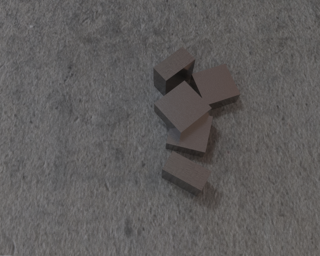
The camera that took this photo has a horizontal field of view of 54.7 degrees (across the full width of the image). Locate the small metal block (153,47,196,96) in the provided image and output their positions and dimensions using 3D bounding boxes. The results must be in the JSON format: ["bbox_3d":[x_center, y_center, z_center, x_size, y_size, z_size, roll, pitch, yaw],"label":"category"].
[{"bbox_3d":[0.019,-0.075,0.423,0.050,0.050,0.025,-38,75,-13],"label":"small metal block"}]

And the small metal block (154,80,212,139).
[{"bbox_3d":[0.028,-0.023,0.391,0.050,0.025,0.050,-38,74,-13],"label":"small metal block"}]

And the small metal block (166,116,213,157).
[{"bbox_3d":[0.038,0.006,0.406,0.050,0.025,0.050,13,70,4],"label":"small metal block"}]

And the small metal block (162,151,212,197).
[{"bbox_3d":[0.030,0.056,0.375,0.050,0.050,0.025,28,73,9],"label":"small metal block"}]

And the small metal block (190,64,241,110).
[{"bbox_3d":[0.075,-0.055,0.429,0.050,0.025,0.050,-18,71,-7],"label":"small metal block"}]
